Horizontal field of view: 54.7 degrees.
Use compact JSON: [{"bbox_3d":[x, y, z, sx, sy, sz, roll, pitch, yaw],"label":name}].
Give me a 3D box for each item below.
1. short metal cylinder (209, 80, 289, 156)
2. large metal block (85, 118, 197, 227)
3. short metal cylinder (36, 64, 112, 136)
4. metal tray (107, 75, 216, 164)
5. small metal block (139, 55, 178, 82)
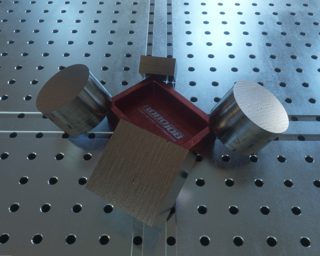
[{"bbox_3d":[0.109,-0.013,0.383,0.081,0.050,0.080,18,47,-20],"label":"short metal cylinder"},{"bbox_3d":[-0.018,0.047,0.329,0.080,0.050,0.080,25,85,19],"label":"large metal block"},{"bbox_3d":[-0.110,-0.036,0.402,0.080,0.050,0.080,-17,48,19],"label":"short metal cylinder"},{"bbox_3d":[0.000,-0.010,0.411,0.091,0.030,0.130,-34,58,-25],"label":"metal tray"},{"bbox_3d":[-0.001,-0.087,0.461,0.050,0.050,0.025,7,88,6],"label":"small metal block"}]
